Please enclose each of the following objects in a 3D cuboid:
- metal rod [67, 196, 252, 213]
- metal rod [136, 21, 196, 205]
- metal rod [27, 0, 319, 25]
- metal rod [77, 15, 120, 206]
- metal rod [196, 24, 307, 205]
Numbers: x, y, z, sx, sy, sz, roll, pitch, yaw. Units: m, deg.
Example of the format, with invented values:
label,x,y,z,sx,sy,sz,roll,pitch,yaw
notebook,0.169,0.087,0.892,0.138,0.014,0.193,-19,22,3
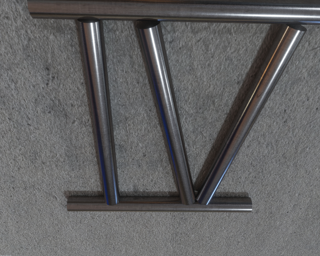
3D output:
label,x,y,z,sx,sy,sz,roll,pitch,yaw
metal rod,0.000,0.127,0.516,0.302,0.025,0.025,1,130,-2
metal rod,0.017,0.005,0.412,0.025,0.025,0.298,-9,130,7
metal rod,0.026,-0.119,0.308,0.302,0.025,0.025,1,130,-2
metal rod,-0.074,0.003,0.409,0.025,0.025,0.298,1,130,-1
metal rod,0.105,0.005,0.413,0.025,0.025,0.298,10,129,-9
